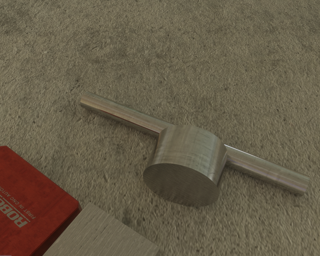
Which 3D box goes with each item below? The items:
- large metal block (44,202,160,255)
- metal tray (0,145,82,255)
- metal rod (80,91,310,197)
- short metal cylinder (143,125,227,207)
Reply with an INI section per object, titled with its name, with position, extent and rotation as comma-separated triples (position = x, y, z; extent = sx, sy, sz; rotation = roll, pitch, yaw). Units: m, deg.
[large metal block]
position = -0.055, 0.128, 0.279
extent = 0.080, 0.050, 0.080
rotation = 26, 55, 20
[metal tray]
position = -0.159, 0.084, 0.328
extent = 0.130, 0.030, 0.090
rotation = 30, 56, 22
[metal rod]
position = 0.030, 0.013, 0.392
extent = 0.301, 0.025, 0.025
rotation = 22, 53, 17
[short metal cylinder]
position = 0.028, 0.042, 0.333
extent = 0.080, 0.080, 0.050
rotation = 13, 51, 11
